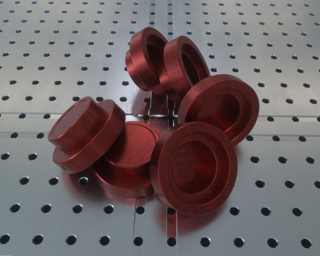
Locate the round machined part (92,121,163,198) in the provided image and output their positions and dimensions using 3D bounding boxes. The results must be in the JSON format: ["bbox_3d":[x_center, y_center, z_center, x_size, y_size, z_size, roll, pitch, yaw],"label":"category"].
[{"bbox_3d":[-0.033,0.030,0.371,0.099,0.042,0.098,0,50,0],"label":"round machined part"}]

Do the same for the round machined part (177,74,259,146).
[{"bbox_3d":[0.068,-0.021,0.382,0.099,0.097,0.042,-14,34,-11],"label":"round machined part"}]

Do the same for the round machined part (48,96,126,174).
[{"bbox_3d":[-0.091,0.001,0.361,0.098,0.042,0.098,-32,29,21],"label":"round machined part"}]

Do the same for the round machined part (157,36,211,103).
[{"bbox_3d":[0.032,-0.073,0.428,0.042,0.098,0.098,-20,43,30],"label":"round machined part"}]

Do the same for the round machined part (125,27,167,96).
[{"bbox_3d":[-0.013,-0.092,0.450,0.042,0.098,0.098,-21,43,30],"label":"round machined part"}]

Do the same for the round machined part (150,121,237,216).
[{"bbox_3d":[0.033,0.042,0.339,0.099,0.098,0.042,-32,13,-24],"label":"round machined part"}]
